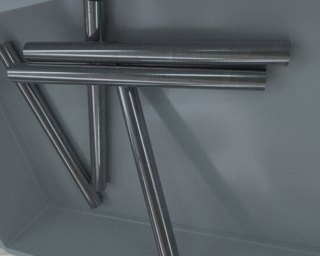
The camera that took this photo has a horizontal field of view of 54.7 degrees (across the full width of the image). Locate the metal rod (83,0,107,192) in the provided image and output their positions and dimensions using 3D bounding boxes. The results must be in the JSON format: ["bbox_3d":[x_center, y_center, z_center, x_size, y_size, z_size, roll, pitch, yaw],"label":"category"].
[{"bbox_3d":[-0.089,-0.025,0.437,0.025,0.025,0.298,18,126,17],"label":"metal rod"}]

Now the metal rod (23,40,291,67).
[{"bbox_3d":[-0.019,-0.083,0.343,0.301,0.025,0.025,5,121,17],"label":"metal rod"}]

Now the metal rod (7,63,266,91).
[{"bbox_3d":[-0.037,-0.060,0.356,0.301,0.025,0.025,4,121,13],"label":"metal rod"}]

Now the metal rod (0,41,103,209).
[{"bbox_3d":[-0.171,0.006,0.499,0.025,0.025,0.299,-12,113,33],"label":"metal rod"}]

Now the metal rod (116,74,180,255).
[{"bbox_3d":[-0.014,0.060,0.386,0.025,0.025,0.298,-13,91,33],"label":"metal rod"}]
